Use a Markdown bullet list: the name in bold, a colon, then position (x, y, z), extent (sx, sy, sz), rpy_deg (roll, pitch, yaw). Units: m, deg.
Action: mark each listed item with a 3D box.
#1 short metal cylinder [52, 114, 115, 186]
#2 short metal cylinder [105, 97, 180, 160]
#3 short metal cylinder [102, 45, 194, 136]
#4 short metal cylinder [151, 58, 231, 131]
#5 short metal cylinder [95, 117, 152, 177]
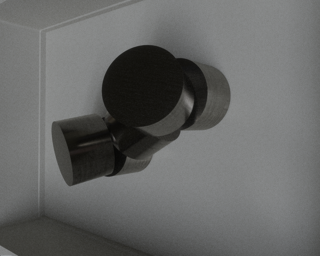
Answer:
- **short metal cylinder**: position (-0.096, 0.026, 0.381), extent (0.080, 0.050, 0.079), rpy_deg (31, 128, 51)
- **short metal cylinder**: position (-0.021, -0.007, 0.384), extent (0.050, 0.081, 0.080), rpy_deg (-36, 68, 34)
- **short metal cylinder**: position (-0.010, -0.035, 0.310), extent (0.080, 0.050, 0.080), rpy_deg (-4, 77, 17)
- **short metal cylinder**: position (0.034, -0.037, 0.359), extent (0.080, 0.050, 0.079), rpy_deg (0, 90, 39)
- **short metal cylinder**: position (-0.055, 0.025, 0.432), extent (0.080, 0.050, 0.079), rpy_deg (0, 90, 39)
